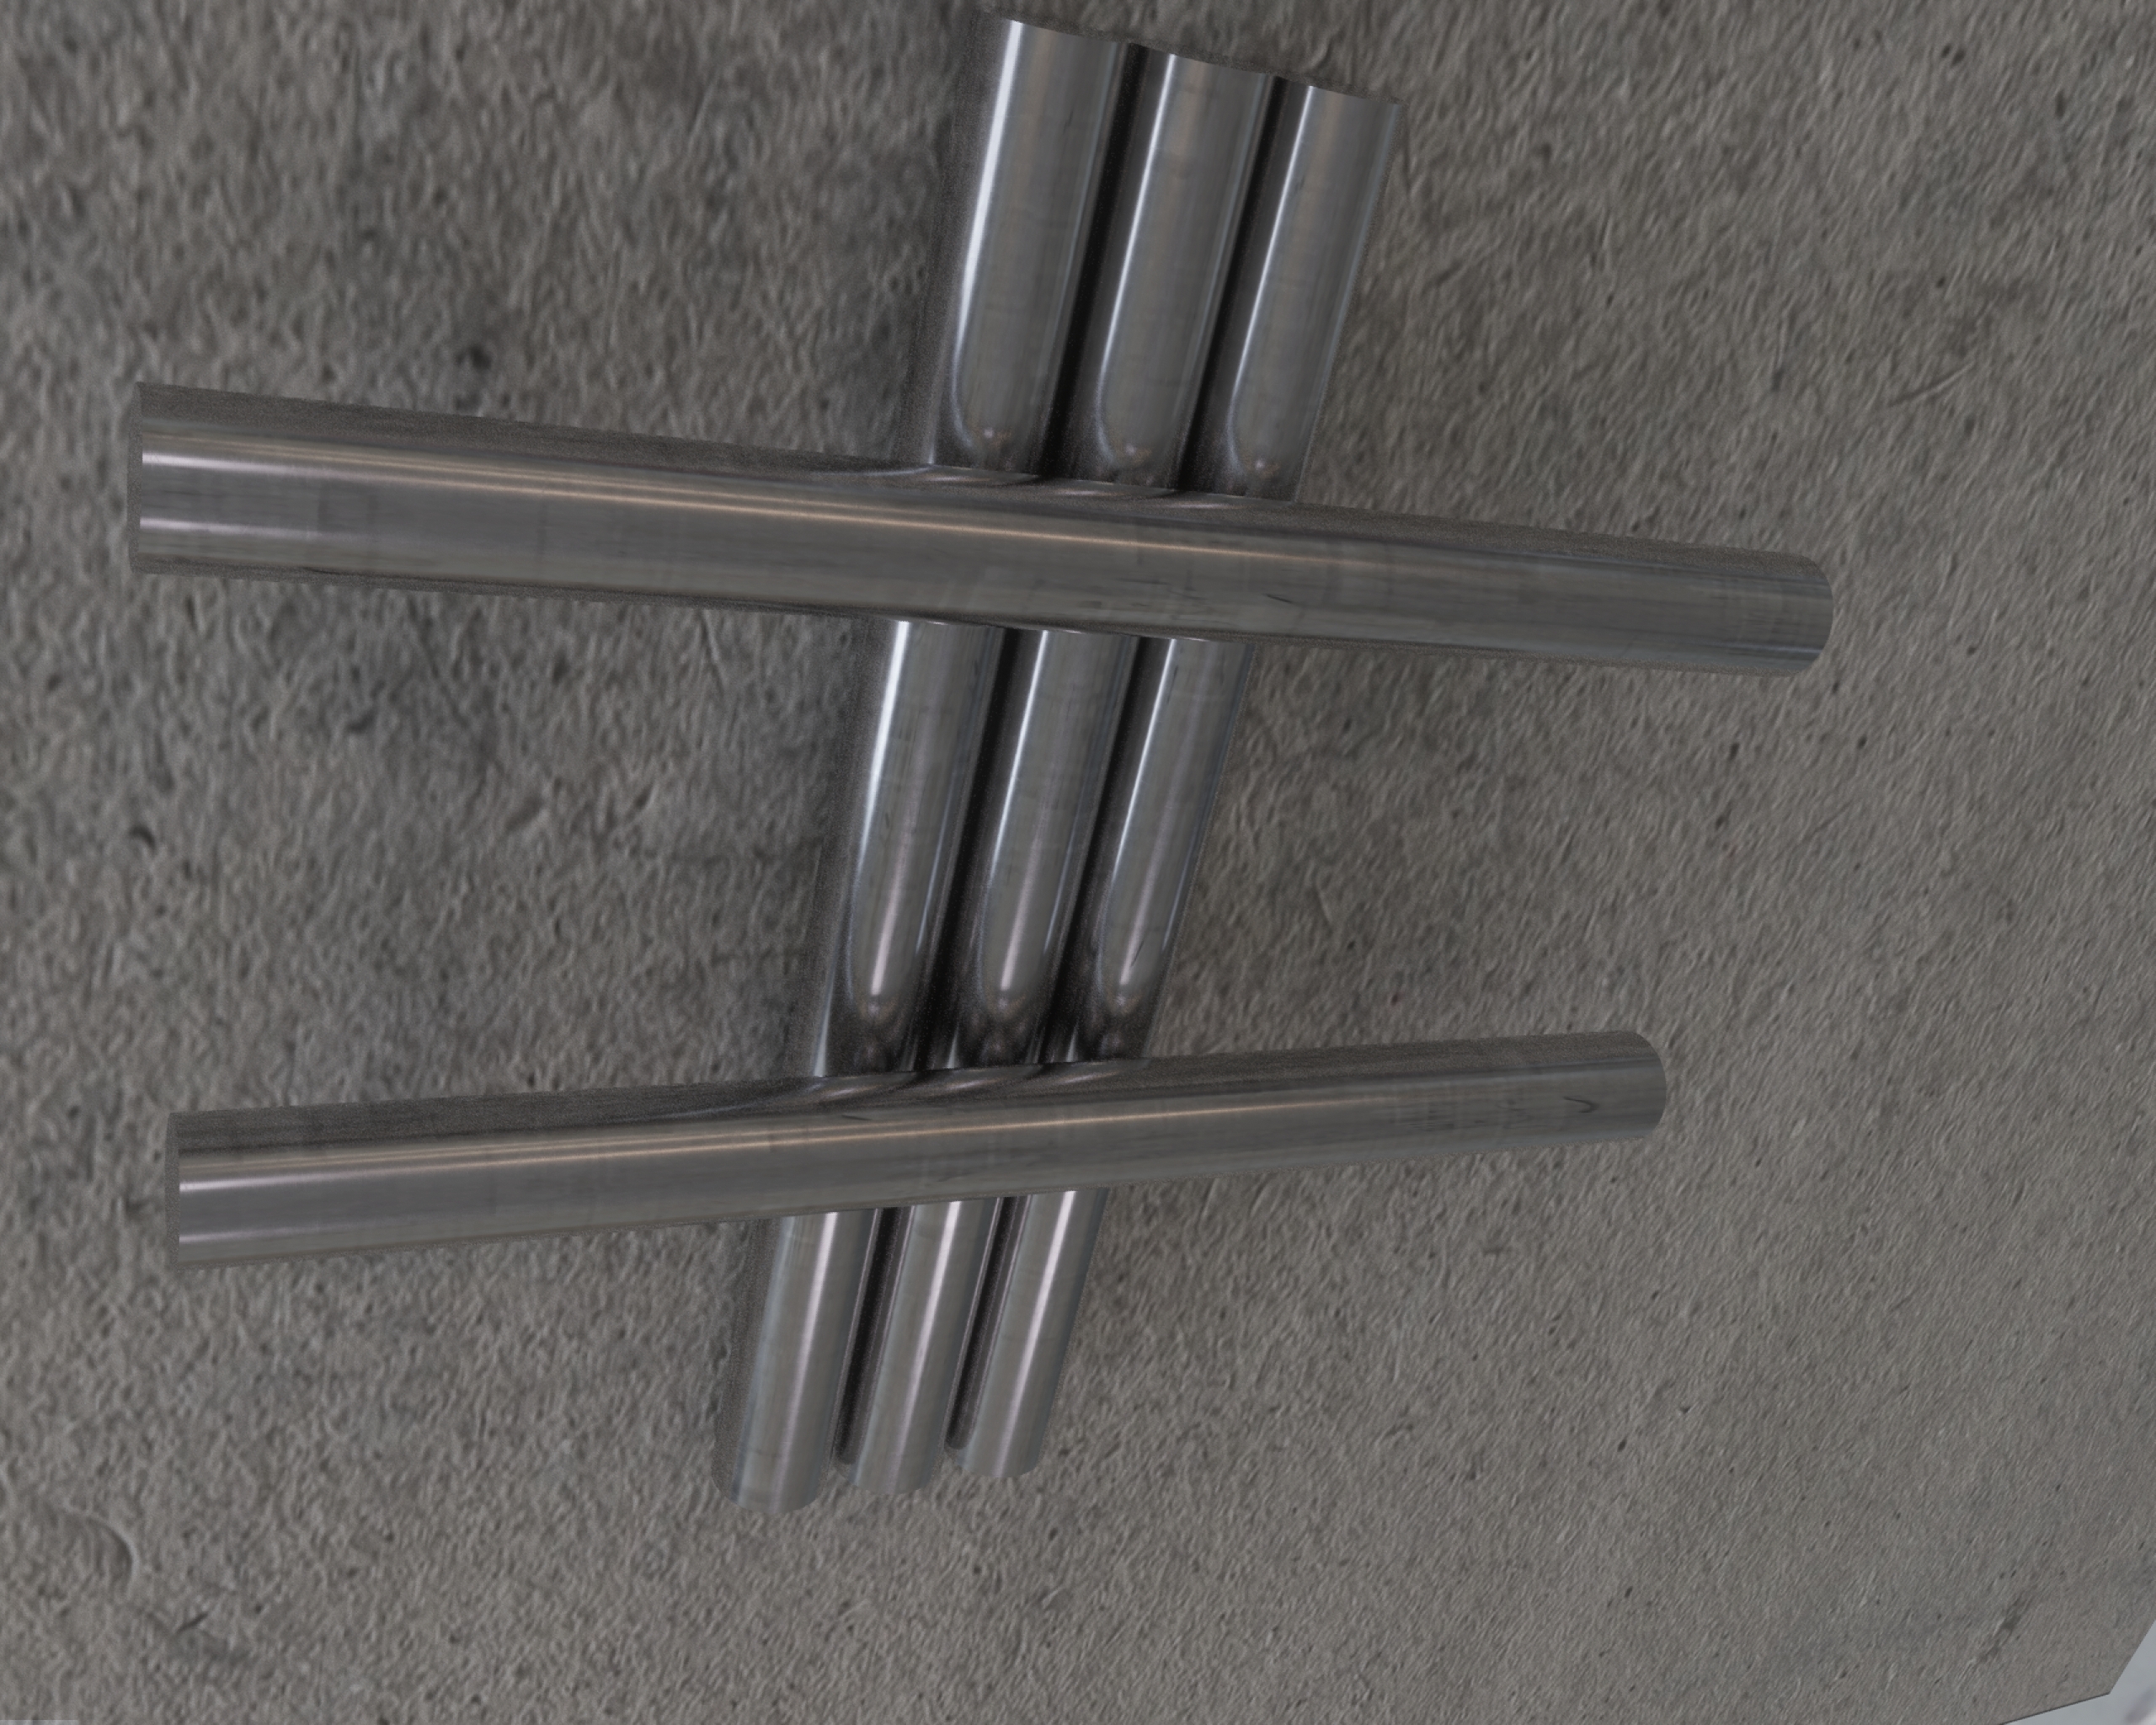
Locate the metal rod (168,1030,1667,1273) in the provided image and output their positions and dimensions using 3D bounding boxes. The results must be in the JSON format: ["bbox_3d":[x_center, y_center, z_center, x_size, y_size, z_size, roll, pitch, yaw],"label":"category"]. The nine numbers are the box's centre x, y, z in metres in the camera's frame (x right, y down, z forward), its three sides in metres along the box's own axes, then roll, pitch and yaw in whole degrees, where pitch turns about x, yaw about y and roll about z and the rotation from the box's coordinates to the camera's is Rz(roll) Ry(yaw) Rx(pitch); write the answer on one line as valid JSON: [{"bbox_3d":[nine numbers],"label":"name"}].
[{"bbox_3d":[-0.009,0.051,0.399,0.303,0.025,0.025,0,119,-29],"label":"metal rod"}]

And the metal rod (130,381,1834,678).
[{"bbox_3d":[0.009,-0.050,0.346,0.303,0.025,0.025,0,118,-29],"label":"metal rod"}]

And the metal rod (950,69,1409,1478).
[{"bbox_3d":[0.012,0.001,0.413,0.025,0.025,0.298,-1,119,-28],"label":"metal rod"}]

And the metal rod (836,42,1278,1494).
[{"bbox_3d":[-0.011,0.001,0.400,0.025,0.025,0.298,-1,119,-28],"label":"metal rod"}]

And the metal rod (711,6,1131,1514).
[{"bbox_3d":[-0.035,0.001,0.387,0.025,0.025,0.298,-1,119,-28],"label":"metal rod"}]
